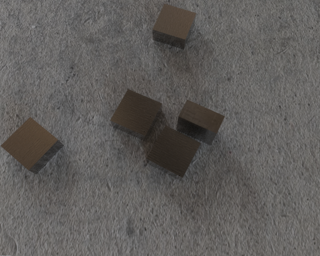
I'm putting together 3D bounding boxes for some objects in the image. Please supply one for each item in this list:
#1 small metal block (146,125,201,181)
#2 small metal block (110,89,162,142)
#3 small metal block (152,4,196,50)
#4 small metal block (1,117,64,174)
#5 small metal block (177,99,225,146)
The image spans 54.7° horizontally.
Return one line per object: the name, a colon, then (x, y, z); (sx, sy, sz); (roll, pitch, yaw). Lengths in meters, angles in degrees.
small metal block: (0.017, 0.032, 0.396); (0.050, 0.025, 0.050); (27, 72, 9)
small metal block: (-0.031, -0.017, 0.414); (0.050, 0.025, 0.050); (24, 72, 8)
small metal block: (0.021, -0.152, 0.464); (0.050, 0.025, 0.050); (19, 71, 7)
small metal block: (-0.163, 0.023, 0.399); (0.050, 0.025, 0.050); (37, 74, 12)
small metal block: (0.050, -0.006, 0.397); (0.050, 0.050, 0.025); (25, 72, 9)
